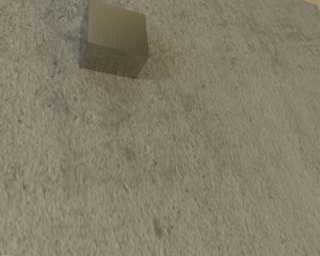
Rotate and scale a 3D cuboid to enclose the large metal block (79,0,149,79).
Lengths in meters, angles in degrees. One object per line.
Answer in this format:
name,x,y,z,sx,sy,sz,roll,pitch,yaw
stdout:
large metal block,-0.065,-0.122,0.428,0.081,0.050,0.080,8,58,-24
